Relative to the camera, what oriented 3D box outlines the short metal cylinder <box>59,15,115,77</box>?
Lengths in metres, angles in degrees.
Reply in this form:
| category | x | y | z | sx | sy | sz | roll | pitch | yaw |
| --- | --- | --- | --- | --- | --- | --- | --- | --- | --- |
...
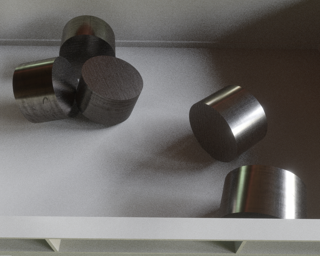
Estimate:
| category | x | y | z | sx | sy | sz | roll | pitch | yaw |
| --- | --- | --- | --- | --- | --- | --- | --- | --- | --- |
| short metal cylinder | -0.108 | -0.122 | 0.470 | 0.081 | 0.080 | 0.050 | -5 | 50 | -4 |

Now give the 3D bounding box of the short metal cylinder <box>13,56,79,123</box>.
| category | x | y | z | sx | sy | sz | roll | pitch | yaw |
| --- | --- | --- | --- | --- | --- | --- | --- | --- | --- |
| short metal cylinder | -0.144 | -0.049 | 0.403 | 0.050 | 0.080 | 0.080 | -9 | 50 | 8 |

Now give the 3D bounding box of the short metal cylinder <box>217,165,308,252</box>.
| category | x | y | z | sx | sy | sz | roll | pitch | yaw |
| --- | --- | --- | --- | --- | --- | --- | --- | --- | --- |
| short metal cylinder | 0.100 | 0.080 | 0.304 | 0.080 | 0.080 | 0.050 | 13 | 51 | 10 |

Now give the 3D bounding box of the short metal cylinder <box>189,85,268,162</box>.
| category | x | y | z | sx | sy | sz | roll | pitch | yaw |
| --- | --- | --- | --- | --- | --- | --- | --- | --- | --- |
| short metal cylinder | 0.081 | -0.005 | 0.375 | 0.050 | 0.080 | 0.080 | -30 | 57 | -23 |

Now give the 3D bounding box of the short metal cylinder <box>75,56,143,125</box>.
| category | x | y | z | sx | sy | sz | roll | pitch | yaw |
| --- | --- | --- | --- | --- | --- | --- | --- | --- | --- |
| short metal cylinder | -0.069 | -0.051 | 0.415 | 0.081 | 0.050 | 0.080 | 14 | 48 | -16 |
